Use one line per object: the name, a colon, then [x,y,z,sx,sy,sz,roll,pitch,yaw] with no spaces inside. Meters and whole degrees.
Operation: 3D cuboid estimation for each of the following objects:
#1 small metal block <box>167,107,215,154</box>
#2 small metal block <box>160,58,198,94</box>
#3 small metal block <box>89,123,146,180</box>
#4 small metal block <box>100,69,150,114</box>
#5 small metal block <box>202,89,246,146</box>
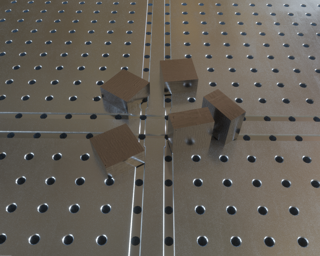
small metal block: [0.037,0.004,0.389,0.050,0.050,0.025,-10,51,-9]
small metal block: [0.028,-0.080,0.475,0.050,0.025,0.050,-6,50,-5]
small metal block: [-0.052,0.028,0.384,0.050,0.025,0.050,-24,54,-19]
small metal block: [-0.050,-0.054,0.453,0.050,0.025,0.050,30,56,22]
small metal block: [0.080,-0.014,0.404,0.025,0.050,0.050,-29,56,-22]
